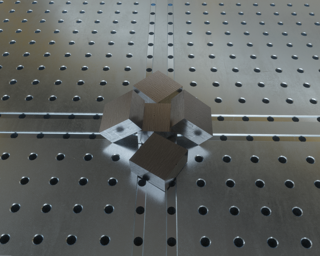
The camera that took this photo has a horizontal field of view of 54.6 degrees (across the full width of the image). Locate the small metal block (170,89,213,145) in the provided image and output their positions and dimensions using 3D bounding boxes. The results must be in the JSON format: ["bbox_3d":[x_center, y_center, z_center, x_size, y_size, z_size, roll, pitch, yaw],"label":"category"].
[{"bbox_3d":[0.041,-0.014,0.402,0.050,0.025,0.050,30,43,-28],"label":"small metal block"}]

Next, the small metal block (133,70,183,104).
[{"bbox_3d":[-0.003,-0.052,0.452,0.050,0.025,0.050,-36,58,-27],"label":"small metal block"}]

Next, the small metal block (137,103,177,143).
[{"bbox_3d":[-0.003,-0.006,0.413,0.050,0.025,0.050,1,49,1],"label":"small metal block"}]

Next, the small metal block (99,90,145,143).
[{"bbox_3d":[-0.049,-0.015,0.404,0.050,0.025,0.050,-23,44,29],"label":"small metal block"}]

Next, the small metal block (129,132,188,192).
[{"bbox_3d":[-0.001,0.040,0.374,0.050,0.025,0.050,27,55,22],"label":"small metal block"}]
